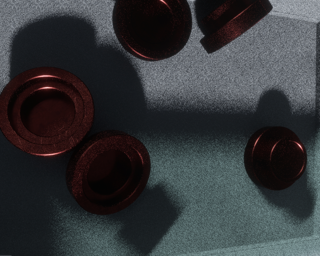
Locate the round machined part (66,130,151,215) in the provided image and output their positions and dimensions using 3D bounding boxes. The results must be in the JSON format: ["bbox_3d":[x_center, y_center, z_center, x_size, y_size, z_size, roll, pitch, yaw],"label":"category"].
[{"bbox_3d":[-0.063,0.049,0.367,0.099,0.042,0.097,-12,111,-33],"label":"round machined part"}]

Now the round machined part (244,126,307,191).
[{"bbox_3d":[0.180,0.046,0.468,0.099,0.042,0.097,0,90,-20],"label":"round machined part"}]

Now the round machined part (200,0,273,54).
[{"bbox_3d":[0.092,-0.144,0.405,0.098,0.098,0.042,-41,102,-15],"label":"round machined part"}]

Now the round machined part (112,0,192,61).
[{"bbox_3d":[-0.012,-0.134,0.394,0.099,0.042,0.097,-2,96,-22],"label":"round machined part"}]

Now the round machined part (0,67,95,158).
[{"bbox_3d":[-0.124,-0.015,0.348,0.099,0.042,0.098,3,77,-12],"label":"round machined part"}]
